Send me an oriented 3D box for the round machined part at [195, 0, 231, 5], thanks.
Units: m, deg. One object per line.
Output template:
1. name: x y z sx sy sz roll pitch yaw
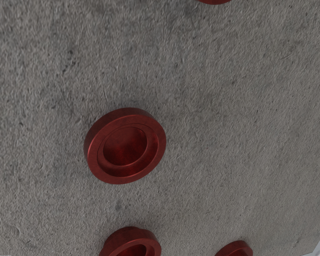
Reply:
1. round machined part: 0.051 -0.179 0.312 0.099 0.042 0.097 -14 124 -21

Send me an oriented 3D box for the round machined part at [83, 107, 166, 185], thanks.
1. round machined part: -0.045 0.018 0.382 0.099 0.042 0.097 -14 124 -21

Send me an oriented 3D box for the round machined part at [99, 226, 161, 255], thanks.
1. round machined part: -0.051 0.195 0.489 0.099 0.042 0.097 -14 124 -21

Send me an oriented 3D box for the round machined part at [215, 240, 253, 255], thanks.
1. round machined part: 0.161 0.293 0.665 0.099 0.042 0.097 -14 124 -21
